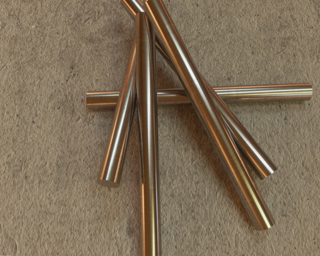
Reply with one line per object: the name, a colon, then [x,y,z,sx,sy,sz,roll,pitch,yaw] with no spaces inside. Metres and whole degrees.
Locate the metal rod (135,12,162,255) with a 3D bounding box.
metal rod: [-0.015,0.005,0.374,0.025,0.025,0.298,-2,82,-1]

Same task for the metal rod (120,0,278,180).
metal rod: [0.043,-0.062,0.402,0.025,0.025,0.299,-35,79,-12]

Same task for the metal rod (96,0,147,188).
metal rod: [-0.035,-0.069,0.408,0.025,0.025,0.300,8,61,3]

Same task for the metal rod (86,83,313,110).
metal rod: [0.053,-0.044,0.424,0.302,0.025,0.025,-2,70,-1]

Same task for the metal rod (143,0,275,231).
metal rod: [0.058,-0.018,0.371,0.025,0.025,0.299,-27,89,-9]
